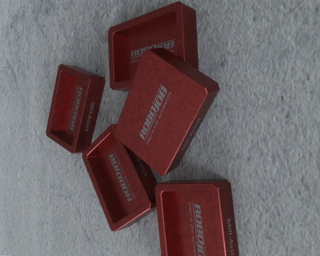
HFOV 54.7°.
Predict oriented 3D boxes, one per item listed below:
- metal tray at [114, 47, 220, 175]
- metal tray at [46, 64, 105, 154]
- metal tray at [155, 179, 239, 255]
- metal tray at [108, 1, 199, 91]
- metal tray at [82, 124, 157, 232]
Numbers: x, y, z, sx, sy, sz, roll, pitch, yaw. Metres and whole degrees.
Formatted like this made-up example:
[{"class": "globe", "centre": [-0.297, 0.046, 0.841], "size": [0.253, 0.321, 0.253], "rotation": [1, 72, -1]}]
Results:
[{"class": "metal tray", "centre": [0.002, -0.018, 0.372], "size": [0.090, 0.030, 0.129], "rotation": [38, 124, 21]}, {"class": "metal tray", "centre": [-0.144, -0.033, 0.516], "size": [0.090, 0.030, 0.129], "rotation": [25, 106, 37]}, {"class": "metal tray", "centre": [0.043, 0.128, 0.364], "size": [0.090, 0.030, 0.129], "rotation": [-9, 84, 39]}, {"class": "metal tray", "centre": [-0.013, -0.101, 0.410], "size": [0.130, 0.030, 0.089], "rotation": [-4, 87, 39]}, {"class": "metal tray", "centre": [-0.057, 0.070, 0.446], "size": [0.090, 0.030, 0.130], "rotation": [-41, 66, 32]}]
